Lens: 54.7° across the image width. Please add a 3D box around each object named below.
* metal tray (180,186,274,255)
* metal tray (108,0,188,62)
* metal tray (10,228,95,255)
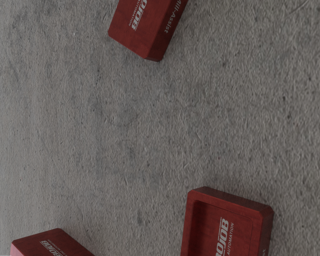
[{"bbox_3d":[0.069,0.140,0.344,0.090,0.030,0.129,10,97,39],"label":"metal tray"},{"bbox_3d":[-0.012,-0.166,0.412,0.090,0.030,0.129,39,114,33],"label":"metal tray"},{"bbox_3d":[-0.170,0.214,0.503,0.130,0.091,0.030,18,101,38],"label":"metal tray"}]
